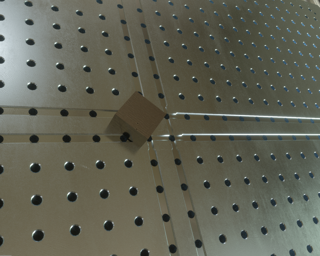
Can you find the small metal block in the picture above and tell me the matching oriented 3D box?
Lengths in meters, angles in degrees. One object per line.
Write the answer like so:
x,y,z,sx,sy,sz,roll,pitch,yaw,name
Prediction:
-0.028,-0.012,0.400,0.050,0.025,0.050,38,51,-3,small metal block
